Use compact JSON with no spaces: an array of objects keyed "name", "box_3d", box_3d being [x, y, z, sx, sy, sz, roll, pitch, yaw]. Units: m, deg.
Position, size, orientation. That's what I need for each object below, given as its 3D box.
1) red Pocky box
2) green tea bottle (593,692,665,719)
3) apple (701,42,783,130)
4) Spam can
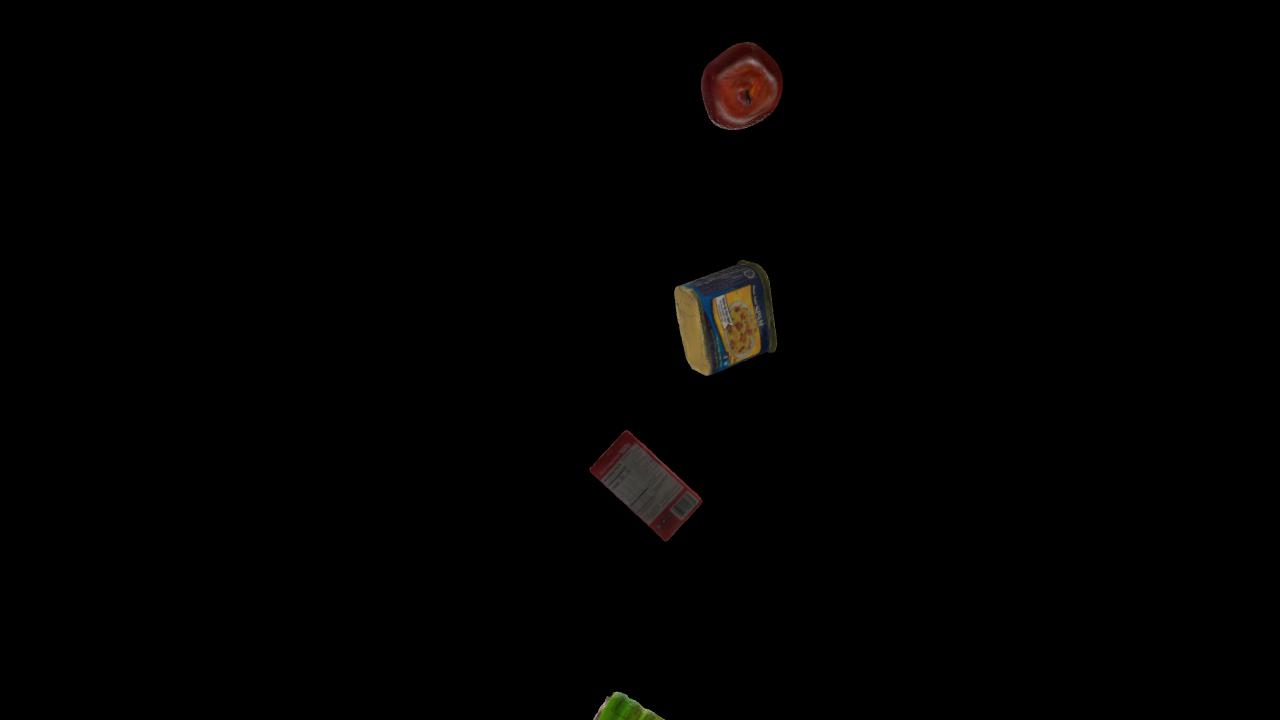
[{"name":"red Pocky box","box_3d":[0.009,0.183,0.903,0.155,0.083,0.028,43,2,2]},{"name":"green tea bottle","box_3d":[0.056,0.304,0.401,0.212,0.073,0.073,23,7,17]},{"name":"apple","box_3d":[0.097,-0.263,0.596,0.079,0.079,0.093,0,34,0]},{"name":"Spam can","box_3d":[0.089,-0.043,0.645,0.085,0.101,0.058,-22,24,-20]}]
